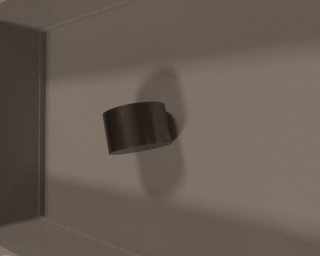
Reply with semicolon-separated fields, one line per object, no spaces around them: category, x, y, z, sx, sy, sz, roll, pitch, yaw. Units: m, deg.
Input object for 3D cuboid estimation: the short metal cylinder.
short metal cylinder;-0.029;0.002;0.393;0.080;0.081;0.050;-17;79;38
